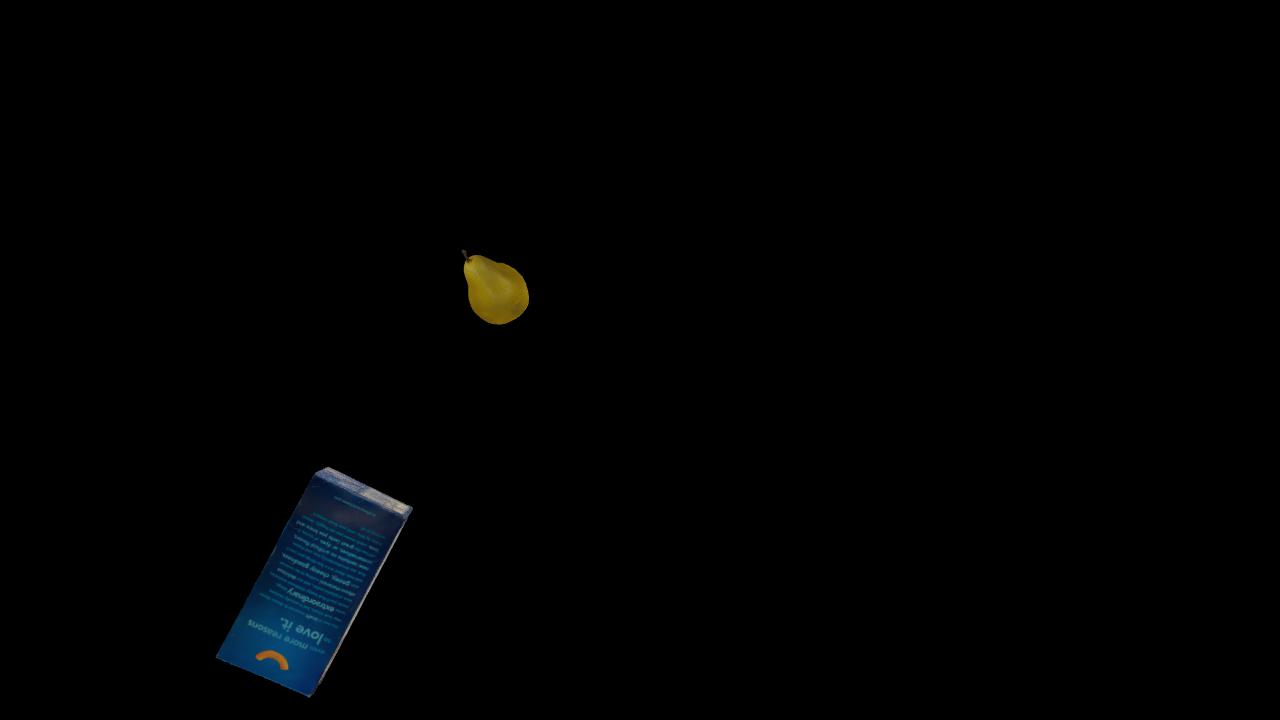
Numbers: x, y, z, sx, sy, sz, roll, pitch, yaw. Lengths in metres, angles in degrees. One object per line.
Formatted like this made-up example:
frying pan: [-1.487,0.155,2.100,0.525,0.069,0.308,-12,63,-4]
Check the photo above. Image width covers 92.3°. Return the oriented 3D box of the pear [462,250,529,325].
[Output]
pear: [-0.190,-0.097,0.760,0.080,0.080,0.111,0,-40,40]

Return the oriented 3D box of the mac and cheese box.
mac and cheese box: [-0.298,0.203,0.572,0.093,0.184,0.041,28,-2,-9]
